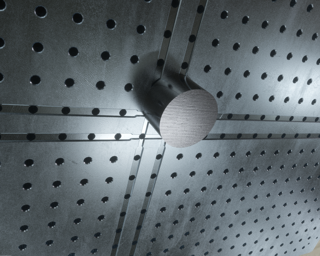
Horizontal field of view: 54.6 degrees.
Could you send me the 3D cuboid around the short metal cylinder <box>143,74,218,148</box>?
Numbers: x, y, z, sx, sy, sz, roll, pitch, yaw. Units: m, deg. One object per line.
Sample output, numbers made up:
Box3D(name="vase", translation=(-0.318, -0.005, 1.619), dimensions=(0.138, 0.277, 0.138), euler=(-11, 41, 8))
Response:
Box3D(name="short metal cylinder", translation=(0.026, -0.022, 0.395), dimensions=(0.081, 0.050, 0.080), euler=(-14, 124, -21))
